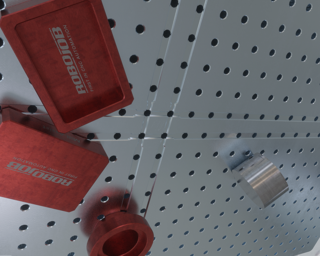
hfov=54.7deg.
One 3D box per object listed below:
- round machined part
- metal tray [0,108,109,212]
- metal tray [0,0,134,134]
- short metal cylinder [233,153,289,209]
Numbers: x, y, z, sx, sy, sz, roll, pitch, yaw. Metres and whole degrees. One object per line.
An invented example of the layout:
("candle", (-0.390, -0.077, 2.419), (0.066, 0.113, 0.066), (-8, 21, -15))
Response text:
("round machined part", (-0.062, 0.167, 0.469), (0.099, 0.042, 0.097), (-14, 124, -21))
("metal tray", (-0.137, 0.043, 0.359), (0.131, 0.030, 0.090), (28, 103, -38))
("metal tray", (-0.089, -0.067, 0.317), (0.091, 0.030, 0.129), (-26, 128, -13))
("short metal cylinder", (0.168, 0.088, 0.522), (0.050, 0.080, 0.080), (-35, 129, -5))
